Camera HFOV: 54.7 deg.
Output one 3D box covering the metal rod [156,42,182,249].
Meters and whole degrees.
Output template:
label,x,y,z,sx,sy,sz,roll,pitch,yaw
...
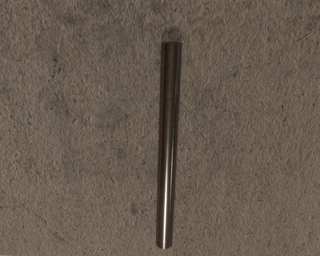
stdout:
label,x,y,z,sx,sy,sz,roll,pitch,yaw
metal rod,0.010,0.037,0.423,0.025,0.025,0.298,1,110,-1
